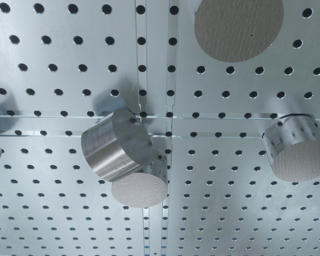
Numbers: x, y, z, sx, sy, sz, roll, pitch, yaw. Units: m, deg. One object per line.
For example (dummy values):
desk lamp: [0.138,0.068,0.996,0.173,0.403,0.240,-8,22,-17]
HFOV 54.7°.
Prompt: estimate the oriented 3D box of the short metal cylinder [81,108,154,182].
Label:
short metal cylinder: [-0.052,0.022,0.393,0.050,0.080,0.080,-29,124,22]

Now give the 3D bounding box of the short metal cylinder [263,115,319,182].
short metal cylinder: [0.187,0.029,0.422,0.081,0.050,0.079,0,130,0]

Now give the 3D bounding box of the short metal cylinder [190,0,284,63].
short metal cylinder: [0.071,-0.111,0.301,0.081,0.050,0.079,0,130,0]

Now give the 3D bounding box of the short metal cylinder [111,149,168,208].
short metal cylinder: [-0.029,0.074,0.458,0.081,0.050,0.079,0,130,0]
